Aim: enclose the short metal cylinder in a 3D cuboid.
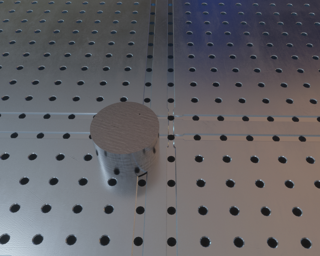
[{"bbox_3d":[-0.041,0.014,0.380,0.080,0.050,0.080,0,50,0],"label":"short metal cylinder"}]
